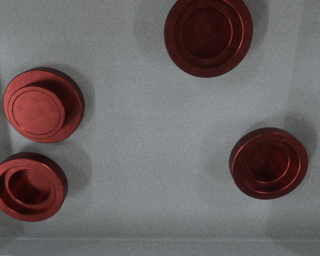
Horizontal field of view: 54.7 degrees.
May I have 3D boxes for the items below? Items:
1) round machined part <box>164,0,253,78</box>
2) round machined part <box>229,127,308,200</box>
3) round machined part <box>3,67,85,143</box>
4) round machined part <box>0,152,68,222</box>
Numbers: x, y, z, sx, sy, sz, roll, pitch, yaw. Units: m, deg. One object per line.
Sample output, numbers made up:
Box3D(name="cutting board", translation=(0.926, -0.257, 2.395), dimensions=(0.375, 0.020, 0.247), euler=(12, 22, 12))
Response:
Box3D(name="round machined part", translation=(0.054, -0.111, 0.362), dimensions=(0.099, 0.042, 0.097), euler=(0, 110, 0))
Box3D(name="round machined part", translation=(0.142, 0.044, 0.420), dimensions=(0.099, 0.042, 0.097), euler=(0, 110, 0))
Box3D(name="round machined part", translation=(-0.149, -0.025, 0.392), dimensions=(0.099, 0.042, 0.097), euler=(0, 110, 0))
Box3D(name="round machined part", translation=(-0.176, 0.077, 0.429), dimensions=(0.099, 0.042, 0.097), euler=(0, 110, 0))
